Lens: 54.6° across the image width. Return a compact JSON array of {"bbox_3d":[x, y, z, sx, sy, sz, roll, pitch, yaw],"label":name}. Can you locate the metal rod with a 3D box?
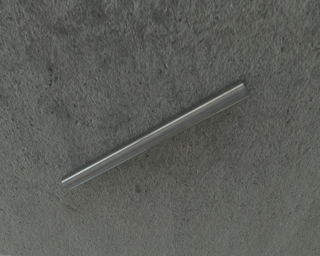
[{"bbox_3d":[-0.020,0.018,0.424,0.300,0.025,0.025,-28,125,22],"label":"metal rod"}]
